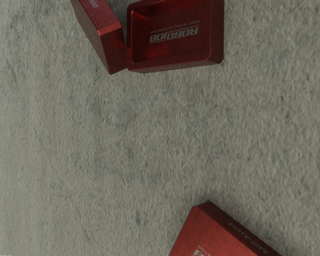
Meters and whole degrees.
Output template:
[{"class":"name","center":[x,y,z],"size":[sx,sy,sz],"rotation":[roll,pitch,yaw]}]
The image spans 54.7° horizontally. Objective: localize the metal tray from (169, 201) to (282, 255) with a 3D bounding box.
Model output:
[{"class":"metal tray","center":[0.076,0.155,0.338],"size":[0.130,0.030,0.089],"rotation":[34,111,34]}]

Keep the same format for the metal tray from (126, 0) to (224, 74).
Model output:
[{"class":"metal tray","center":[0.014,-0.120,0.387],"size":[0.130,0.030,0.089],"rotation":[1,91,39]}]

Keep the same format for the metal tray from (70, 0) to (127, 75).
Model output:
[{"class":"metal tray","center":[-0.090,-0.150,0.438],"size":[0.130,0.030,0.090],"rotation":[58,167,23]}]
